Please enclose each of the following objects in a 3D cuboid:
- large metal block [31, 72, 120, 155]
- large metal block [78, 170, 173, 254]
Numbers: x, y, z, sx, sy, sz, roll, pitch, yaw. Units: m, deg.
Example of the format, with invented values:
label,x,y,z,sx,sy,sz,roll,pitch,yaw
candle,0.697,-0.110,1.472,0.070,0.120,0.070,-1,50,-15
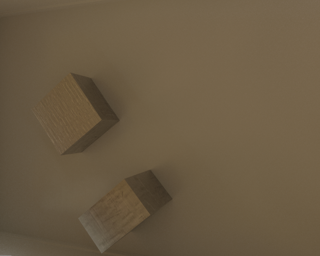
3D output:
label,x,y,z,sx,sy,sz,roll,pitch,yaw
large metal block,-0.119,-0.019,0.439,0.080,0.050,0.080,-38,78,16
large metal block,-0.041,0.102,0.396,0.080,0.080,0.050,-42,77,15
